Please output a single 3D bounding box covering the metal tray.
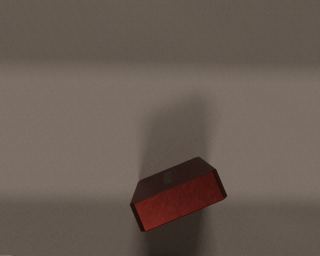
[{"bbox_3d":[0.018,0.070,0.359,0.090,0.130,0.030,-22,90,0],"label":"metal tray"}]
